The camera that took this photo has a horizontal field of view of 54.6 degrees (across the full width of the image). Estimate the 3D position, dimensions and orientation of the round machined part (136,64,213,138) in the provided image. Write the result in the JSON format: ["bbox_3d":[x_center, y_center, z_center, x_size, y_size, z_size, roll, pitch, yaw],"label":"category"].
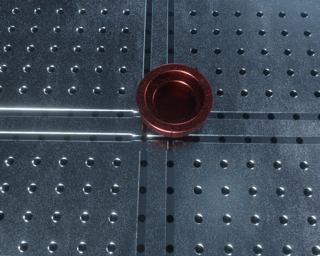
[{"bbox_3d":[0.019,-0.033,0.415,0.099,0.042,0.098,0,70,0],"label":"round machined part"}]
